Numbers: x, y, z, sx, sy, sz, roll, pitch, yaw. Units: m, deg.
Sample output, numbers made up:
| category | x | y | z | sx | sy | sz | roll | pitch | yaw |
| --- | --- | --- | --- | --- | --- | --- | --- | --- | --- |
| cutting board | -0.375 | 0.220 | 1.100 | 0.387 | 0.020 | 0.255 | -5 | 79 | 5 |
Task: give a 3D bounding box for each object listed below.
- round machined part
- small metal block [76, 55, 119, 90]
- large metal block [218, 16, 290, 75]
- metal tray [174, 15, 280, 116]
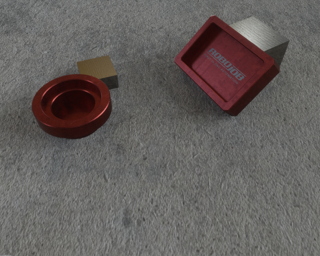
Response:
| category | x | y | z | sx | sy | sz | roll | pitch | yaw |
| --- | --- | --- | --- | --- | --- | --- | --- | --- | --- |
| round machined part | -0.113 | -0.024 | 0.412 | 0.099 | 0.042 | 0.098 | 0 | 50 | 0 |
| small metal block | -0.095 | -0.081 | 0.471 | 0.050 | 0.025 | 0.050 | -16 | 52 | -13 |
| large metal block | 0.141 | -0.127 | 0.495 | 0.081 | 0.050 | 0.080 | -26 | 55 | -20 |
| metal tray | 0.090 | -0.091 | 0.443 | 0.090 | 0.030 | 0.130 | -48 | 55 | 15 |
